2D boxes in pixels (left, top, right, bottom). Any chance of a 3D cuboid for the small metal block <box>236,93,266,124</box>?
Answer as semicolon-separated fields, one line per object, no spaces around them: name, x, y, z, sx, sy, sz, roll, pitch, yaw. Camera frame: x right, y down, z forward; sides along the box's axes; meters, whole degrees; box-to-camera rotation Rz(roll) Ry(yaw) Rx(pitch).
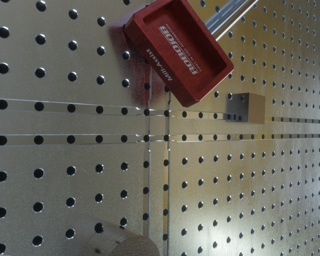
small metal block;0.159;-0.033;0.543;0.050;0.025;0.050;5;87;-40

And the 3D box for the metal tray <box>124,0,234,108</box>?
metal tray;0.028;-0.103;0.403;0.090;0.030;0.130;-43;99;-30

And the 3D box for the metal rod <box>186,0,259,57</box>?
metal rod;0.115;-0.180;0.505;0.301;0.025;0.025;-47;118;-30

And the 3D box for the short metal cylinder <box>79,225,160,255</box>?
short metal cylinder;-0.046;0.157;0.355;0.081;0.050;0.079;0;90;-40
